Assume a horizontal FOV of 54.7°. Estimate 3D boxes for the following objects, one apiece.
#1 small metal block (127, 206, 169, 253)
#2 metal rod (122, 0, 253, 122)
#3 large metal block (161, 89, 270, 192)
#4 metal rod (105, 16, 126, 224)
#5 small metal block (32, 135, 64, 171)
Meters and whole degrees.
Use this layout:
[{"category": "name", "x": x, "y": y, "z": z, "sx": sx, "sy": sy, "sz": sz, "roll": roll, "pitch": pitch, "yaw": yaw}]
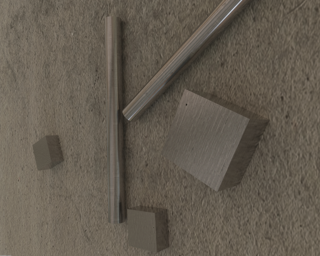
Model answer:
[{"category": "small metal block", "x": -0.016, "y": 0.134, "z": 0.417, "sx": 0.050, "sy": 0.025, "sz": 0.050, "roll": -5, "pitch": 87, "yaw": 39}, {"category": "metal rod", "x": 0.051, "y": -0.107, "z": 0.361, "sx": 0.299, "sy": 0.025, "sz": 0.025, "roll": -44, "pitch": 64, "yaw": 31}, {"category": "large metal block", "x": 0.058, "y": 0.011, "z": 0.339, "sx": 0.080, "sy": 0.050, "sz": 0.079, "roll": 31, "pitch": 109, "yaw": 35}, {"category": "metal rod", "x": -0.066, "y": -0.012, "z": 0.457, "sx": 0.025, "sy": 0.025, "sz": 0.298, "roll": -2, "pitch": 89, "yaw": 39}, {"category": "small metal block", "x": -0.207, "y": 0.046, "z": 0.572, "sx": 0.050, "sy": 0.025, "sz": 0.050, "roll": -29, "pitch": 72, "yaw": 36}]
